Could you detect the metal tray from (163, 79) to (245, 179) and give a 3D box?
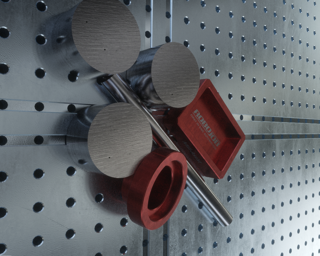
[{"bbox_3d":[0.071,0.003,0.464,0.130,0.030,0.090,51,61,-28],"label":"metal tray"}]

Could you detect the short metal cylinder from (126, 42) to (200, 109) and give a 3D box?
[{"bbox_3d":[0.005,-0.065,0.396,0.081,0.050,0.080,0,90,-40],"label":"short metal cylinder"}]

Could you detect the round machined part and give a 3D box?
[{"bbox_3d":[-0.009,0.069,0.376,0.099,0.042,0.097,-34,133,-47],"label":"round machined part"}]

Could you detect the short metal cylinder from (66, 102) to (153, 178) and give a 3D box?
[{"bbox_3d":[-0.056,0.013,0.346,0.081,0.050,0.080,0,90,-40],"label":"short metal cylinder"}]

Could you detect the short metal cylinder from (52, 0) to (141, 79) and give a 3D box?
[{"bbox_3d":[-0.068,-0.095,0.335,0.081,0.050,0.080,0,90,-40],"label":"short metal cylinder"}]

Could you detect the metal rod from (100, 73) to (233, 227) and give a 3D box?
[{"bbox_3d":[0.023,0.043,0.429,0.300,0.025,0.025,52,60,-27],"label":"metal rod"}]
